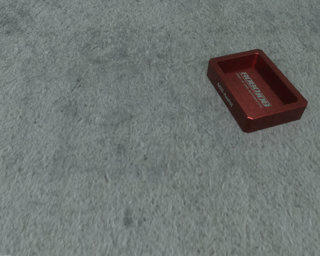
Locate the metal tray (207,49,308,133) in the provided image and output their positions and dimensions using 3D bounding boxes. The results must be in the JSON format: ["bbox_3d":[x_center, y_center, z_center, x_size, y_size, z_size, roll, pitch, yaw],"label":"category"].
[{"bbox_3d":[0.135,-0.059,0.449,0.091,0.030,0.130,-14,51,-12],"label":"metal tray"}]
